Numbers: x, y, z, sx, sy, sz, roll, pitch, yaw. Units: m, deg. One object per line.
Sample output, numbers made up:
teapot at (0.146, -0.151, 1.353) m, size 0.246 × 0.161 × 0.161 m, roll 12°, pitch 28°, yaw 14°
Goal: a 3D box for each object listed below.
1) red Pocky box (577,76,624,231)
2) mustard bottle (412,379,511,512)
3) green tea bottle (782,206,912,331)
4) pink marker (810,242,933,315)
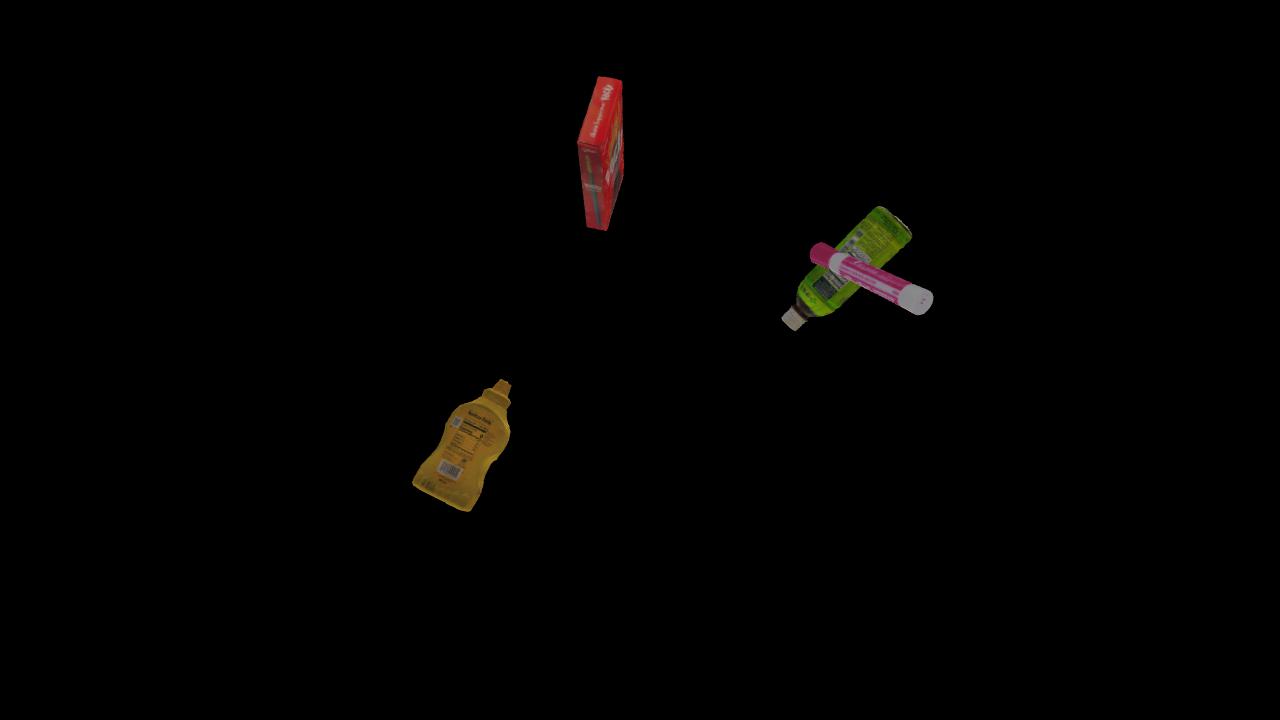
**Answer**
red Pocky box at (-0.039, -0.211, 0.651) m, size 0.028 × 0.083 × 0.155 m, roll 14°, pitch -18°, yaw 4°
mustard bottle at (-0.231, 0.109, 0.857) m, size 0.092 × 0.184 × 0.054 m, roll 23°, pitch -15°, yaw 14°
green tea bottle at (0.294, -0.127, 0.904) m, size 0.212 × 0.073 × 0.073 m, roll -44°, pitch -16°, yaw 18°
pink marker at (0.174, -0.067, 0.479) m, size 0.020 × 0.020 × 0.121 m, roll 0°, pitch 26°, yaw -28°
